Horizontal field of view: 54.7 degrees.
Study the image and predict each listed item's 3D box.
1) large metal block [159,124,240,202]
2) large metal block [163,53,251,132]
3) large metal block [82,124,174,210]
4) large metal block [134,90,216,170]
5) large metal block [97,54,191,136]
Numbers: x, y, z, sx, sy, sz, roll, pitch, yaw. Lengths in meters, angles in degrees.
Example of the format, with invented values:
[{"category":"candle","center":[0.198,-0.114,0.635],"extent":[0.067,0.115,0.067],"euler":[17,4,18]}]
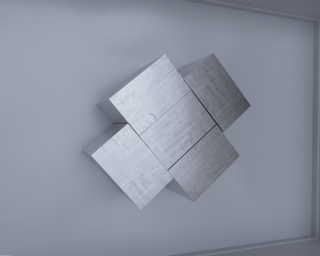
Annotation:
[{"category":"large metal block","center":[0.039,0.040,0.396],"extent":[0.080,0.080,0.050],"euler":[-42,104,-15]},{"category":"large metal block","center":[0.055,-0.042,0.402],"extent":[0.050,0.080,0.080],"euler":[-43,104,-15]},{"category":"large metal block","center":[-0.041,0.041,0.366],"extent":[0.050,0.080,0.080],"euler":[-43,104,-15]},{"category":"large metal block","center":[0.008,0.002,0.385],"extent":[0.080,0.080,0.050],"euler":[-42,104,-15]},{"category":"large metal block","center":[-0.022,-0.037,0.372],"extent":[0.080,0.080,0.050],"euler":[-42,104,-15]}]
